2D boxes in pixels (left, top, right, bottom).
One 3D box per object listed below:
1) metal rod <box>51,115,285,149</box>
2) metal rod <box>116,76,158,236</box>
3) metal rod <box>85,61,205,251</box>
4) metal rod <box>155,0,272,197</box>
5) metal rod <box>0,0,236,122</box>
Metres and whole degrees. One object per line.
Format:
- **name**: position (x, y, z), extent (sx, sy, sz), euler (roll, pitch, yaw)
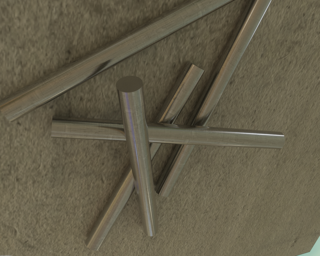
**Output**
- **metal rod**: position (0.024, 0.008, 0.389), extent (0.302, 0.025, 0.025), euler (4, 117, -18)
- **metal rod**: position (-0.022, 0.062, 0.395), extent (0.025, 0.025, 0.298), euler (-21, 139, -16)
- **metal rod**: position (-0.027, 0.048, 0.422), extent (0.025, 0.025, 0.298), euler (19, 108, -36)
- **metal rod**: position (0.064, -0.032, 0.424), extent (0.025, 0.025, 0.298), euler (13, 112, -34)
- **metal rod**: position (-0.028, -0.093, 0.335), extent (0.301, 0.025, 0.025), euler (-31, 129, -9)
